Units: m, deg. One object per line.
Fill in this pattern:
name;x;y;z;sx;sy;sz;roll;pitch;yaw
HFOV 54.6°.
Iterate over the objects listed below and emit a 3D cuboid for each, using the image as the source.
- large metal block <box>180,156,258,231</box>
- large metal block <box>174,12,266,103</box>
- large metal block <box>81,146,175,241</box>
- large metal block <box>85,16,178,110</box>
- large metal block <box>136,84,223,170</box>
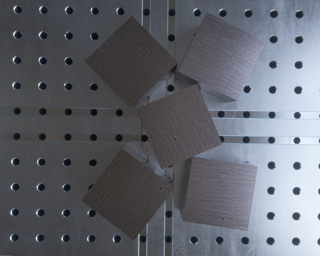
large metal block;0.073;0.080;0.401;0.080;0.050;0.080;9;90;-1
large metal block;0.074;-0.087;0.400;0.080;0.050;0.080;26;90;-3
large metal block;-0.039;0.080;0.399;0.080;0.050;0.080;38;90;0
large metal block;-0.034;-0.080;0.400;0.080;0.050;0.080;-44;90;0
large metal block;0.024;-0.002;0.400;0.080;0.050;0.080;-23;90;0
